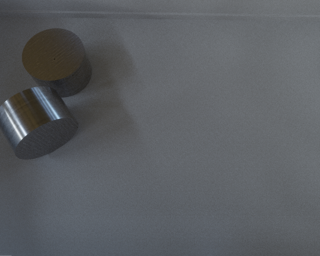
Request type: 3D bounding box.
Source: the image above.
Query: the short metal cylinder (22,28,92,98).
[{"bbox_3d":[-0.139,-0.089,0.427,0.081,0.050,0.080,0,70,0],"label":"short metal cylinder"}]

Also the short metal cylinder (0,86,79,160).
[{"bbox_3d":[-0.149,-0.005,0.381,0.080,0.080,0.050,-34,74,-12],"label":"short metal cylinder"}]
